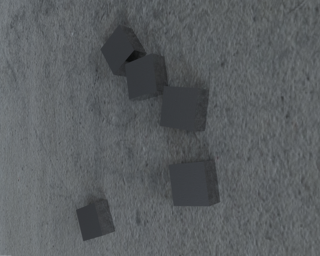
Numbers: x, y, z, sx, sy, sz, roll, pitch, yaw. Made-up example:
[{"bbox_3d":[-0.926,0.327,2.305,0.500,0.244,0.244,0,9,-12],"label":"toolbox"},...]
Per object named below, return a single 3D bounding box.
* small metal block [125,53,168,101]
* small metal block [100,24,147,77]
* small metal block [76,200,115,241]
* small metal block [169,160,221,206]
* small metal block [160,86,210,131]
[{"bbox_3d":[-0.018,-0.067,0.418,0.050,0.025,0.050,-12,83,39],"label":"small metal block"},{"bbox_3d":[-0.053,-0.111,0.447,0.050,0.025,0.050,-42,65,31],"label":"small metal block"},{"bbox_3d":[-0.102,0.145,0.486,0.050,0.025,0.050,-28,73,36],"label":"small metal block"},{"bbox_3d":[0.041,0.066,0.370,0.050,0.025,0.050,-11,83,39],"label":"small metal block"},{"bbox_3d":[0.030,-0.024,0.379,0.050,0.025,0.050,10,96,39],"label":"small metal block"}]
